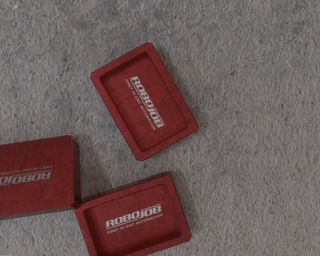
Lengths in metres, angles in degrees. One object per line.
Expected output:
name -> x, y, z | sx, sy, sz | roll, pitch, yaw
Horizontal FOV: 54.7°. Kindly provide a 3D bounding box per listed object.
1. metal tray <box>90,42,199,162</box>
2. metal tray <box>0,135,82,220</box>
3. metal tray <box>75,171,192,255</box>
metal tray -> -0.020, -0.033, 0.407 | 0.090, 0.030, 0.130 | -30, 90, 0
metal tray -> -0.169, 0.064, 0.390 | 0.131, 0.030, 0.090 | -8, 69, 0
metal tray -> -0.034, 0.120, 0.407 | 0.131, 0.030, 0.090 | -18, 90, 0
